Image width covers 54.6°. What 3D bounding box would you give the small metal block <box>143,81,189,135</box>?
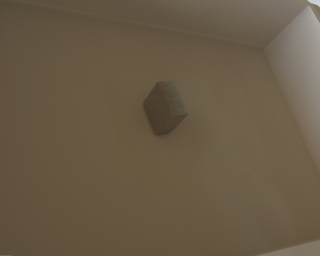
[{"bbox_3d":[0.006,-0.026,0.404,0.025,0.050,0.050,-9,66,-32],"label":"small metal block"}]
